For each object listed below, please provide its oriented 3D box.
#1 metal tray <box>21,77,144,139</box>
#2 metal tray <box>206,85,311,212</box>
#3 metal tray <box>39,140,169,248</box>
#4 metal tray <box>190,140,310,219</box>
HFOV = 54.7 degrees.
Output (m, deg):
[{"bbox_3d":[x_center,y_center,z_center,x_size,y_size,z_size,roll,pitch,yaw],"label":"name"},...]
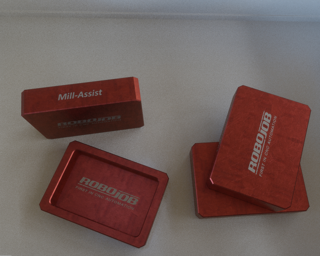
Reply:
[{"bbox_3d":[-0.088,-0.021,0.381,0.131,0.090,0.030,-8,71,-3],"label":"metal tray"},{"bbox_3d":[0.118,0.022,0.368,0.090,0.030,0.130,19,71,6],"label":"metal tray"},{"bbox_3d":[-0.064,0.079,0.377,0.131,0.030,0.090,19,71,6],"label":"metal tray"},{"bbox_3d":[0.107,0.062,0.386,0.131,0.030,0.090,-3,70,-2],"label":"metal tray"}]
